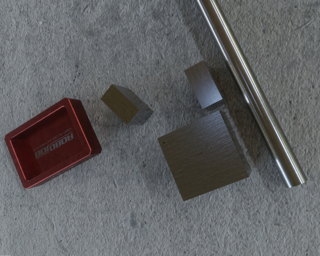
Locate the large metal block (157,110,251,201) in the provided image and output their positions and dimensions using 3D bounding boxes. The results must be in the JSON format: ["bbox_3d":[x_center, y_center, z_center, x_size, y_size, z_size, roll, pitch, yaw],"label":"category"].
[{"bbox_3d":[0.055,0.033,0.376,0.080,0.050,0.080,-25,82,18],"label":"large metal block"}]

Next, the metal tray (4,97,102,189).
[{"bbox_3d":[-0.161,0.024,0.461,0.130,0.030,0.090,-28,81,17],"label":"metal tray"}]

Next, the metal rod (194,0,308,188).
[{"bbox_3d":[0.096,-0.072,0.374,0.025,0.025,0.299,-26,82,18],"label":"metal rod"}]

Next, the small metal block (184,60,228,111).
[{"bbox_3d":[0.057,-0.050,0.375,0.025,0.050,0.050,-27,81,18],"label":"small metal block"}]

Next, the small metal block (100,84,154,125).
[{"bbox_3d":[-0.042,-0.030,0.410,0.050,0.050,0.025,44,104,14],"label":"small metal block"}]
